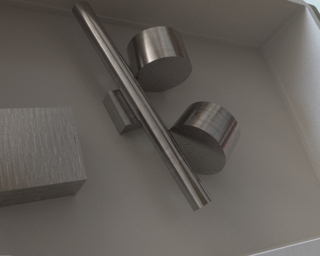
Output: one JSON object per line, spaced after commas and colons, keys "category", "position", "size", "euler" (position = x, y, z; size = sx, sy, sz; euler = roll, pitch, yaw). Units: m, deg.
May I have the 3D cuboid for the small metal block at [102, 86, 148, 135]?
{"category": "small metal block", "position": [-0.038, -0.025, 0.401], "size": [0.050, 0.025, 0.050], "euler": [-19, 72, -35]}

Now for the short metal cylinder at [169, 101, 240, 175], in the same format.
{"category": "short metal cylinder", "position": [0.054, 0.013, 0.393], "size": [0.080, 0.080, 0.050], "euler": [41, 51, -1]}

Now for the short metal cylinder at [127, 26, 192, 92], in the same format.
{"category": "short metal cylinder", "position": [-0.001, -0.093, 0.428], "size": [0.081, 0.080, 0.050], "euler": [-1, 63, -29]}

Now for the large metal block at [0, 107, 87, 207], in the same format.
{"category": "large metal block", "position": [-0.125, 0.027, 0.306], "size": [0.081, 0.050, 0.080], "euler": [-4, 64, -30]}

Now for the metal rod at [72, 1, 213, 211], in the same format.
{"category": "metal rod", "position": [-0.029, -0.037, 0.381], "size": [0.025, 0.025, 0.299], "euler": [-22, 74, -36]}
